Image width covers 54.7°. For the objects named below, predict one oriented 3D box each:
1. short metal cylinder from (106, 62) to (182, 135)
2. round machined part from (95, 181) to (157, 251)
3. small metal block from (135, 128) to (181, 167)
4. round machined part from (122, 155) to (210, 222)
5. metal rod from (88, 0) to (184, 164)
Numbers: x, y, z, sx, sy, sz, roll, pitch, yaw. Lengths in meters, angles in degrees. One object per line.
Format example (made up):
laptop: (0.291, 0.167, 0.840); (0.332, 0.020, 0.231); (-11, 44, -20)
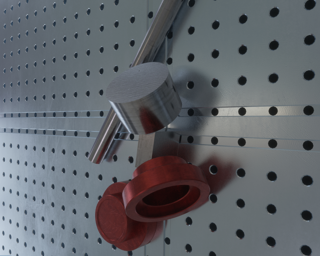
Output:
short metal cylinder: (-0.019, -0.037, 0.381); (0.080, 0.080, 0.050); (12, 141, 39)
round machined part: (-0.055, 0.127, 0.444); (0.098, 0.042, 0.097); (0, 90, 40)
small metal block: (-0.002, 0.026, 0.395); (0.025, 0.050, 0.050); (13, 98, 39)
round machined part: (0.005, 0.068, 0.362); (0.098, 0.099, 0.042); (-45, 45, 31)
metal rod: (-0.035, -0.071, 0.438); (0.025, 0.025, 0.298); (44, 116, 31)
